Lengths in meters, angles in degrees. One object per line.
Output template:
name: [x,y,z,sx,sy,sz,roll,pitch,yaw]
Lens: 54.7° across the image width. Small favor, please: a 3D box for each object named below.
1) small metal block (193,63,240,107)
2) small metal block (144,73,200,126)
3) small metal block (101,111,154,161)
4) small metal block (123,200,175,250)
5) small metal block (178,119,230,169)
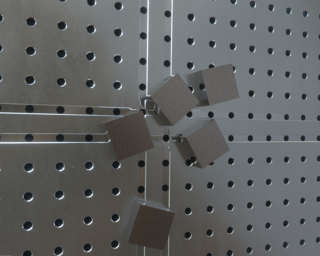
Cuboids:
small metal block: [0.081,-0.061,0.444,0.050,0.025,0.050,-16,96,-20]
small metal block: [0.016,-0.038,0.420,0.050,0.025,0.050,-42,104,-15]
small metal block: [-0.041,0.010,0.398,0.050,0.025,0.050,-20,97,-19]
small metal block: [-0.014,0.128,0.409,0.050,0.025,0.050,20,83,-19]
small metal block: [0.063,0.022,0.437,0.050,0.025,0.050,-31,101,-18]
